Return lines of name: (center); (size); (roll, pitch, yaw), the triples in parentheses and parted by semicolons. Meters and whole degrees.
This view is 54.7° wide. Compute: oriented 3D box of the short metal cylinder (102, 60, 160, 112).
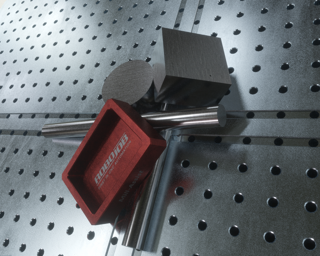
short metal cylinder: (-0.035, -0.050, 0.440); (0.080, 0.050, 0.080); (-13, 56, 21)

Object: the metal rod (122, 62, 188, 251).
metal rod: (0.005, 0.001, 0.405); (0.025, 0.025, 0.300); (1, 62, 29)

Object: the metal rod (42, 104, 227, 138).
metal rod: (-0.057, -0.004, 0.420); (0.300, 0.025, 0.025); (-4, 60, 34)

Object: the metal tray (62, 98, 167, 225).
metal tray: (-0.061, 0.041, 0.379); (0.090, 0.030, 0.129); (44, 108, 33)

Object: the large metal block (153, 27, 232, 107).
large metal block: (0.037, -0.075, 0.394); (0.081, 0.050, 0.080); (6, 56, -15)
